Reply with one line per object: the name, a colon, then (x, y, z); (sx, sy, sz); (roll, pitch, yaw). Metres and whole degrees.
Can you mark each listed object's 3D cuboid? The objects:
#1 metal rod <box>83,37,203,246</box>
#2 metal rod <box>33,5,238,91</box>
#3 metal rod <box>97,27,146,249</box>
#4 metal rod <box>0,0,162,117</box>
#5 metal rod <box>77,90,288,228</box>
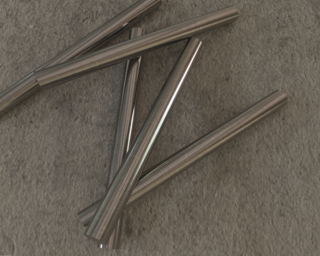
metal rod: (-0.006, -0.007, 0.378); (0.025, 0.025, 0.300); (22, 59, 7)
metal rod: (-0.019, -0.116, 0.425); (0.302, 0.025, 0.025); (-25, 72, -19)
metal rod: (-0.046, -0.001, 0.408); (0.025, 0.025, 0.299); (5, 70, 1)
metal rod: (-0.119, -0.109, 0.446); (0.301, 0.025, 0.025); (-39, 75, -14)
metal rod: (0.041, 0.031, 0.381); (0.302, 0.025, 0.025); (-30, 73, -17)
